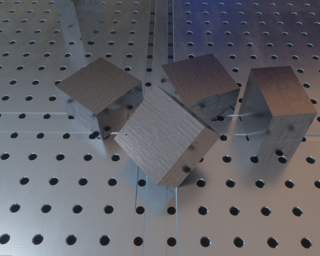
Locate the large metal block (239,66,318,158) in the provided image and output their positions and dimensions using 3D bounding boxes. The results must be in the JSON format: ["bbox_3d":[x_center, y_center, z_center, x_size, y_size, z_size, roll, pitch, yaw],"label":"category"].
[{"bbox_3d":[0.142,-0.020,0.389,0.050,0.080,0.080,-5,50,-4],"label":"large metal block"}]

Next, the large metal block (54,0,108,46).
[{"bbox_3d":[-0.141,-0.205,0.544,0.050,0.080,0.080,-33,57,-24],"label":"large metal block"}]

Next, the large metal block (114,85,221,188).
[{"bbox_3d":[0.008,0.011,0.357,0.080,0.050,0.080,44,101,30],"label":"large metal block"}]

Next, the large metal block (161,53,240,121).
[{"bbox_3d":[0.053,-0.054,0.437,0.081,0.050,0.080,-16,52,-13],"label":"large metal block"}]

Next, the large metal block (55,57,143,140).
[{"bbox_3d":[-0.081,-0.043,0.427,0.080,0.050,0.080,33,57,25],"label":"large metal block"}]
